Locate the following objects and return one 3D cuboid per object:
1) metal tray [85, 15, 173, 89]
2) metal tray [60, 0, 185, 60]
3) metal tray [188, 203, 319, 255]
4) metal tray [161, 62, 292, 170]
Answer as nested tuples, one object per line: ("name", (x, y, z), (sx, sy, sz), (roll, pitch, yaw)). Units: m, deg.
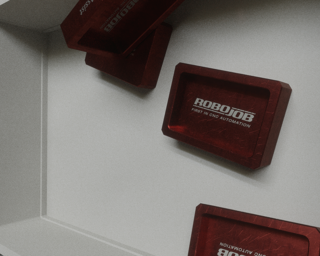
("metal tray", (-0.050, -0.118, 0.445), (0.130, 0.030, 0.089), (28, 107, 36))
("metal tray", (-0.042, -0.136, 0.359), (0.130, 0.091, 0.030), (-35, 69, 34))
("metal tray", (0.091, 0.133, 0.311), (0.130, 0.030, 0.090), (1, 74, 40))
("metal tray", (0.067, -0.018, 0.347), (0.130, 0.030, 0.089), (20, 103, 38))
